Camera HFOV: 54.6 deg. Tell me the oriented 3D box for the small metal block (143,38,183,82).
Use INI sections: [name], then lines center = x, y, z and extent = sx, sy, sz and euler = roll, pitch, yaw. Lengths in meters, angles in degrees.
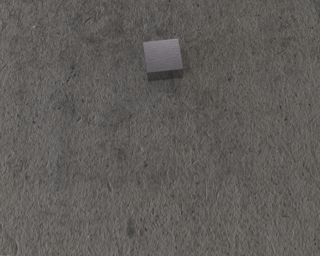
[small metal block]
center = 0.004, -0.097, 0.444
extent = 0.050, 0.025, 0.050
euler = -7, 70, -3
